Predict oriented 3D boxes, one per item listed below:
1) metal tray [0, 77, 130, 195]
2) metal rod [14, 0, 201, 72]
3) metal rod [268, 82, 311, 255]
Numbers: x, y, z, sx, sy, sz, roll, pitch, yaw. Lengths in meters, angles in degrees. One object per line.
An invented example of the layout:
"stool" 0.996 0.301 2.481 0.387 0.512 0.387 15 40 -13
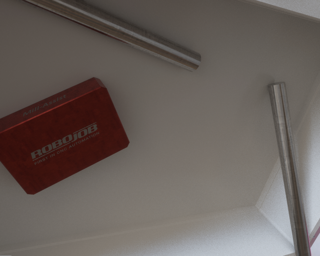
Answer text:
"metal tray" -0.110 0.010 0.352 0.131 0.030 0.090 -27 128 -12
"metal rod" -0.079 -0.111 0.297 0.302 0.025 0.025 14 111 -35
"metal rod" 0.211 0.075 0.499 0.025 0.025 0.298 -18 102 -19
